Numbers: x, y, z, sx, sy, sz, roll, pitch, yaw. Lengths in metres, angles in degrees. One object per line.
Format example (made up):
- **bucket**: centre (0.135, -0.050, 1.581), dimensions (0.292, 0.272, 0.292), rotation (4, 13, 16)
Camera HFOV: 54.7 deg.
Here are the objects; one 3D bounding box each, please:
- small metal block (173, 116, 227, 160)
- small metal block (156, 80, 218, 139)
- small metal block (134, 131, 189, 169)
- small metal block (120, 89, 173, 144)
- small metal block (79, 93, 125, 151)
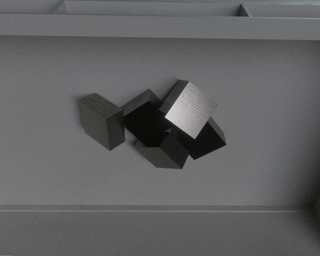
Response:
- **small metal block**: centre (0.053, 0.010, 0.416), dimensions (0.050, 0.025, 0.050), rotation (-29, 125, 22)
- **small metal block**: centre (0.033, -0.023, 0.373), dimensions (0.050, 0.025, 0.050), rotation (36, 86, -27)
- **small metal block**: centre (0.002, 0.031, 0.418), dimensions (0.050, 0.025, 0.050), rotation (-4, 139, 46)
- **small metal block**: centre (-0.017, -0.014, 0.395), dimensions (0.050, 0.025, 0.050), rotation (-30, 124, 23)
- **small metal block**: centre (-0.070, -0.008, 0.381), dimensions (0.050, 0.025, 0.050), rotation (31, 138, 31)
